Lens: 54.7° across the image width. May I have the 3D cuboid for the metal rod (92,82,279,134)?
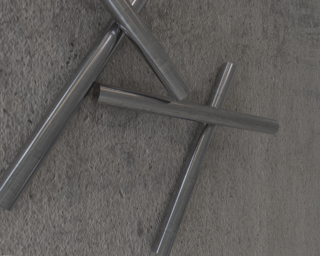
[{"bbox_3d":[0.056,-0.020,0.424,0.302,0.025,0.025,8,85,-32],"label":"metal rod"}]

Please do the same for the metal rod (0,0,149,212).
[{"bbox_3d":[-0.082,-0.054,0.335,0.025,0.025,0.300,41,65,-32],"label":"metal rod"}]

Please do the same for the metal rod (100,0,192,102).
[{"bbox_3d":[-0.060,-0.151,0.327,0.300,0.025,0.025,52,59,-18],"label":"metal rod"}]

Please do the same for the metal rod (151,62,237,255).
[{"bbox_3d":[0.056,0.033,0.450,0.025,0.025,0.300,36,68,-34],"label":"metal rod"}]
